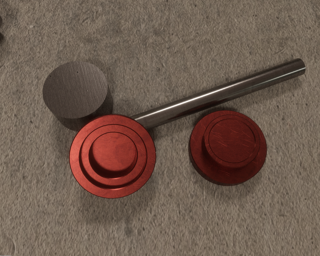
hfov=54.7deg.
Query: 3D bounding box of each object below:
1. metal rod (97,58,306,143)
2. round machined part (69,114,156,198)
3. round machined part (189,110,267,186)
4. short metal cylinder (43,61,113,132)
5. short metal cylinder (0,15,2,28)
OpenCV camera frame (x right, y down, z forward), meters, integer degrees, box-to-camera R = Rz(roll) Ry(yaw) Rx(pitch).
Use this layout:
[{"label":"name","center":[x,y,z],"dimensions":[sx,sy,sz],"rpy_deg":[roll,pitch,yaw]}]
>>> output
[{"label":"metal rod","center":[0.059,-0.037,0.422],"dimensions":[0.302,0.025,0.025],"rpy_deg":[-20,72,-8]},{"label":"round machined part","center":[-0.056,0.031,0.373],"dimensions":[0.099,0.042,0.097],"rpy_deg":[-1,96,-10]},{"label":"round machined part","center":[0.087,0.022,0.392],"dimensions":[0.099,0.042,0.098],"rpy_deg":[0,70,-1]},{"label":"short metal cylinder","center":[-0.105,-0.040,0.408],"dimensions":[0.081,0.050,0.080],"rpy_deg":[0,70,0]},{"label":"short metal cylinder","center":[-0.271,-0.148,0.430],"dimensions":[0.080,0.080,0.050],"rpy_deg":[15,71,5]}]
